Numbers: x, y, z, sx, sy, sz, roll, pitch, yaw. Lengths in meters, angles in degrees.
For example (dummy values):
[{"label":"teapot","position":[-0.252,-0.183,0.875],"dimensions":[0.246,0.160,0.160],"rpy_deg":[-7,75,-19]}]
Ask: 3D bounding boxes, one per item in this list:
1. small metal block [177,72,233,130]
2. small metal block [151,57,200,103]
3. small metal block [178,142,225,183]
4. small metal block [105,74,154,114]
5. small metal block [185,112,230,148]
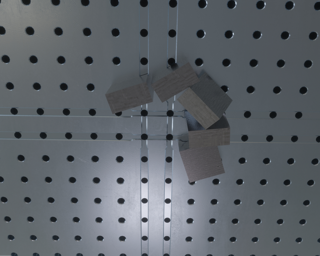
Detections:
[{"label":"small metal block","position":[0.056,-0.034,0.380],"dimensions":[0.050,0.050,0.025],"rpy_deg":[46,132,-3]},{"label":"small metal block","position":[0.018,-0.060,0.378],"dimensions":[0.050,0.050,0.025],"rpy_deg":[-30,106,10]},{"label":"small metal block","position":[0.057,0.042,0.429],"dimensions":[0.050,0.025,0.050],"rpy_deg":[-17,109,6]},{"label":"small metal block","position":[-0.036,-0.043,0.384],"dimensions":[0.050,0.050,0.025],"rpy_deg":[-17,109,6]},{"label":"small metal block","position":[0.060,-0.001,0.398],"dimensions":[0.050,0.050,0.025],"rpy_deg":[-5,121,1]}]
